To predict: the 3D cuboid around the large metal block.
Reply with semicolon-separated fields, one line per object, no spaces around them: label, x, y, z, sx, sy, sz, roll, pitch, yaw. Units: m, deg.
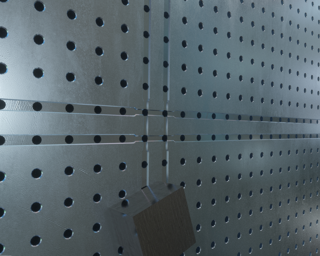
large metal block;-0.008;0.123;0.389;0.081;0.050;0.079;-22;104;-38
